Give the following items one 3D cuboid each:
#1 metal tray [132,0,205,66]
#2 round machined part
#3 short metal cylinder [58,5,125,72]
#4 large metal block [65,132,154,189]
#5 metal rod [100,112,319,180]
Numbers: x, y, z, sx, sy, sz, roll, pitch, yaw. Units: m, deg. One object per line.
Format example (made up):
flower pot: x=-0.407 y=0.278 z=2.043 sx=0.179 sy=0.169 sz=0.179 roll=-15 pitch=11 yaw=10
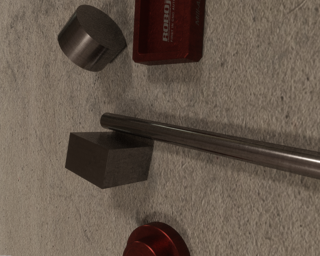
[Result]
metal tray: x=0.010 y=-0.148 z=0.391 sx=0.090 sy=0.030 sz=0.129 roll=5 pitch=93 yaw=39
round machined part: x=-0.011 y=0.176 z=0.401 sx=0.098 sy=0.042 sz=0.097 roll=0 pitch=90 yaw=39
short metal cylinder: x=-0.098 y=-0.129 z=0.447 sx=0.050 sy=0.081 sz=0.080 roll=-37 pitch=67 yaw=33
large metal block: x=-0.069 y=0.040 z=0.424 sx=0.080 sy=0.081 sz=0.050 roll=18 pitch=102 yaw=38
metal rod: x=0.034 y=0.012 z=0.375 sx=0.300 sy=0.025 sz=0.025 roll=11 pitch=97 yaw=39
